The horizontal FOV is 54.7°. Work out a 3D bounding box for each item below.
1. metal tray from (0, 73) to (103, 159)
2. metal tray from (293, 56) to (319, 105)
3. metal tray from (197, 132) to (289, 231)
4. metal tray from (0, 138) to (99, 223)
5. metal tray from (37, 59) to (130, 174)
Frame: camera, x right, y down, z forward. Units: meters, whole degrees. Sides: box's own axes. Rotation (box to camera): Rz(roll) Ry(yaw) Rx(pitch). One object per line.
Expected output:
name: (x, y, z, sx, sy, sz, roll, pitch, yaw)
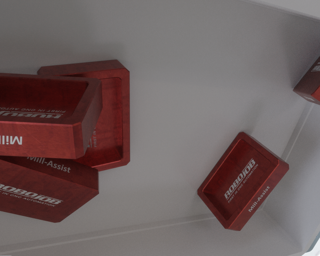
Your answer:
metal tray: (-0.121, -0.015, 0.260, 0.131, 0.090, 0.030, 3, 120, -1)
metal tray: (0.237, -0.077, 0.429, 0.030, 0.130, 0.090, 36, 105, 5)
metal tray: (0.125, 0.082, 0.485, 0.030, 0.090, 0.129, 24, 105, -37)
metal tray: (-0.145, 0.061, 0.340, 0.131, 0.030, 0.090, 28, 126, -37)
metal tray: (-0.082, -0.008, 0.355, 0.091, 0.030, 0.129, -11, 123, -23)
